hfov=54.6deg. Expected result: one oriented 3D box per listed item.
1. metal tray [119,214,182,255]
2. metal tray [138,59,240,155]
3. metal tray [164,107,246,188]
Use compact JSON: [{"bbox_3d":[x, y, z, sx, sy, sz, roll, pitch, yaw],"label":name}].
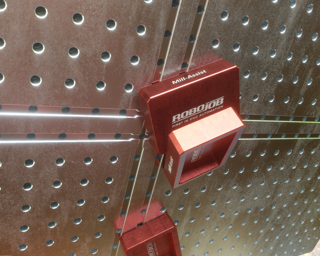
[{"bbox_3d":[-0.011,0.217,0.535,0.091,0.030,0.129,-22,127,-16],"label":"metal tray"},{"bbox_3d":[0.044,-0.028,0.414,0.131,0.030,0.090,-22,127,-15],"label":"metal tray"},{"bbox_3d":[0.054,0.032,0.419,0.091,0.030,0.130,-22,154,-14],"label":"metal tray"}]
